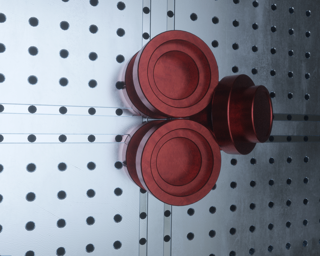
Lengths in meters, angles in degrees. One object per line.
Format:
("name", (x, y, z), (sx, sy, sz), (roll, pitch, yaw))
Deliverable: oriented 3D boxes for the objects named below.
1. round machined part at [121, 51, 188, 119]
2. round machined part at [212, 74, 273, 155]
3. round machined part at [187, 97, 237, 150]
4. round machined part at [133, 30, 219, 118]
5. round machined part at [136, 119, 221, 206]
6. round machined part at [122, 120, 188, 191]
("round machined part", (0.002, -0.060, 0.405), (0.099, 0.042, 0.097), (0, 90, -20))
("round machined part", (0.105, -0.016, 0.374), (0.099, 0.042, 0.097), (1, 89, -52))
("round machined part", (0.087, -0.017, 0.435), (0.099, 0.042, 0.097), (0, 90, -20))
("round machined part", (0.015, -0.060, 0.364), (0.099, 0.042, 0.097), (0, 90, -20))
("round machined part", (0.019, 0.038, 0.365), (0.099, 0.042, 0.097), (0, 90, -20))
("round machined part", (0.003, 0.038, 0.405), (0.099, 0.042, 0.097), (0, 90, -20))
